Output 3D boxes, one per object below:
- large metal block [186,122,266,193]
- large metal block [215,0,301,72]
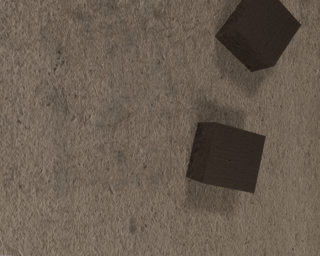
[{"bbox_3d":[0.091,0.040,0.431,0.081,0.050,0.080,15,85,-20],"label":"large metal block"},{"bbox_3d":[0.142,-0.141,0.450,0.080,0.050,0.080,39,77,-16],"label":"large metal block"}]
